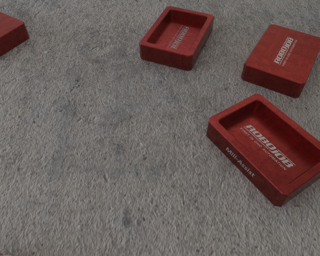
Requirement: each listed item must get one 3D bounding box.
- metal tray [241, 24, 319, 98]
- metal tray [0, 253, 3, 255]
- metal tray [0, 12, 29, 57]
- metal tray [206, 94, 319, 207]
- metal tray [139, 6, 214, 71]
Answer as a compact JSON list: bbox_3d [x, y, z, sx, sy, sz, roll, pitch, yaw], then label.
[{"bbox_3d":[0.197,-0.111,0.494,0.090,0.030,0.130,24,54,19],"label":"metal tray"},{"bbox_3d":[-0.139,0.174,0.253,0.130,0.030,0.090,32,57,24],"label":"metal tray"},{"bbox_3d":[-0.309,-0.169,0.540,0.130,0.030,0.090,26,55,20],"label":"metal tray"},{"bbox_3d":[0.132,0.021,0.383,0.091,0.030,0.130,-27,55,-21],"label":"metal tray"},{"bbox_3d":[0.031,-0.158,0.532,0.090,0.030,0.130,17,52,14],"label":"metal tray"}]
